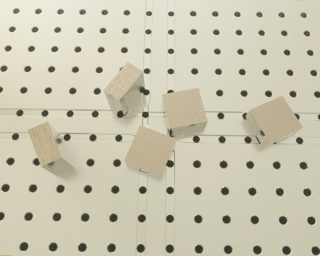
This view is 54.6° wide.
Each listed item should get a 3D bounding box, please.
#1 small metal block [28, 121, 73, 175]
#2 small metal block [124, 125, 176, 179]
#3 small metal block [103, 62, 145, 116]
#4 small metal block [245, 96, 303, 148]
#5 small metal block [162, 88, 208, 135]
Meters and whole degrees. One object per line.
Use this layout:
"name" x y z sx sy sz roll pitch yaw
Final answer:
"small metal block" -0.136 0.027 0.388 0.025 0.050 0.050 -25 72 -8
"small metal block" -0.012 0.031 0.400 0.050 0.025 0.050 20 71 7
"small metal block" -0.046 -0.052 0.417 0.025 0.050 0.050 33 73 11
"small metal block" 0.152 -0.008 0.416 0.050 0.025 0.050 -23 72 -8
"small metal block" 0.032 -0.023 0.420 0.050 0.025 0.050 -11 70 -4
